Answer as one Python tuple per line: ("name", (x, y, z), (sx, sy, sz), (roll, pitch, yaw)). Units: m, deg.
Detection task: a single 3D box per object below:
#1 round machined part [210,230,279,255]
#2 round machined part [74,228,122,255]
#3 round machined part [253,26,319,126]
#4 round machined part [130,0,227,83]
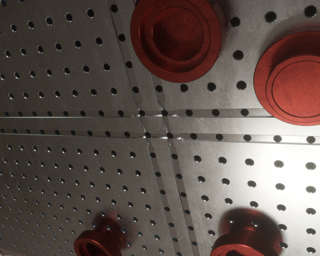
("round machined part", (0.126, 0.188, 0.450), (0.098, 0.042, 0.097), (13, 124, 20))
("round machined part", (-0.115, 0.235, 0.604), (0.098, 0.042, 0.097), (13, 124, 20))
("round machined part", (0.140, -0.044, 0.299), (0.098, 0.042, 0.097), (13, 124, 20))
("round machined part", (0.022, -0.100, 0.326), (0.098, 0.042, 0.097), (13, 124, 20))
